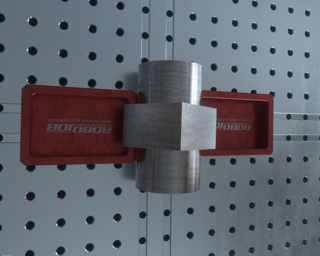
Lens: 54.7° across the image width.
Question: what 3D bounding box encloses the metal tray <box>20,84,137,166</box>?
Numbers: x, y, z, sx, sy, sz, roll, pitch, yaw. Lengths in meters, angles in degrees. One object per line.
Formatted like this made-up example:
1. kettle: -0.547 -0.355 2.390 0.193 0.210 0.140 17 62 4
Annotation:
1. metal tray: -0.095 -0.002 0.374 0.131 0.030 0.089 1 90 -20

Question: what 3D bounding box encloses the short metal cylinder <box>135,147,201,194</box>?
1. short metal cylinder: 0.010 0.049 0.387 0.081 0.080 0.050 2 90 -20

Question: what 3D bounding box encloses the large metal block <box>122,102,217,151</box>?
1. large metal block: 0.013 -0.001 0.373 0.080 0.080 0.050 3 88 -54

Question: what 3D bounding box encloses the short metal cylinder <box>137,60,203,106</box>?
1. short metal cylinder: 0.012 -0.051 0.387 0.081 0.080 0.050 1 90 -20

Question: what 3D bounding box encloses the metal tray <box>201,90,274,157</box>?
1. metal tray: 0.101 -0.006 0.447 0.131 0.030 0.089 1 90 -20
